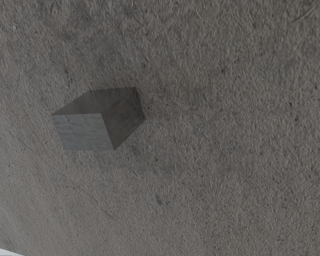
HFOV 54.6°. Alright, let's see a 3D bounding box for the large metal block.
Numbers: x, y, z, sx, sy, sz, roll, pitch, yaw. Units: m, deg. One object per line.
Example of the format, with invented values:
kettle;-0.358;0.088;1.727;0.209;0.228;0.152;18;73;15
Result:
large metal block;-0.078;-0.013;0.405;0.080;0.080;0.050;-1;118;29
